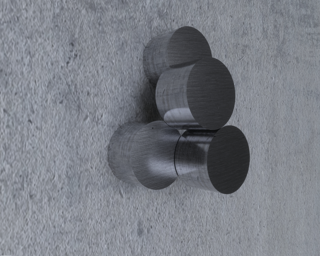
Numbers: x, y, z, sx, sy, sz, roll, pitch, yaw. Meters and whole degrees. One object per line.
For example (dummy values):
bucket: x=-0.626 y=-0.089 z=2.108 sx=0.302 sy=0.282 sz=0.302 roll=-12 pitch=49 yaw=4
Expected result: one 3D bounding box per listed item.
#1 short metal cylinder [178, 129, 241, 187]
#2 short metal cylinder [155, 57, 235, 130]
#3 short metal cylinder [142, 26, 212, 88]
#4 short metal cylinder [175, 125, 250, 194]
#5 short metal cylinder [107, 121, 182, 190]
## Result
short metal cylinder: x=0.073 y=0.042 z=0.450 sx=0.081 sy=0.050 sz=0.080 roll=0 pitch=90 yaw=-40
short metal cylinder: x=0.042 y=-0.038 z=0.359 sx=0.081 sy=0.050 sz=0.080 roll=0 pitch=90 yaw=-40
short metal cylinder: x=0.024 y=-0.088 z=0.410 sx=0.081 sy=0.050 sz=0.080 roll=0 pitch=90 yaw=-40
short metal cylinder: x=0.065 y=0.037 z=0.378 sx=0.081 sy=0.050 sz=0.080 roll=0 pitch=90 yaw=-40
short metal cylinder: x=-0.016 y=0.031 z=0.376 sx=0.081 sy=0.050 sz=0.080 roll=0 pitch=90 yaw=-40
